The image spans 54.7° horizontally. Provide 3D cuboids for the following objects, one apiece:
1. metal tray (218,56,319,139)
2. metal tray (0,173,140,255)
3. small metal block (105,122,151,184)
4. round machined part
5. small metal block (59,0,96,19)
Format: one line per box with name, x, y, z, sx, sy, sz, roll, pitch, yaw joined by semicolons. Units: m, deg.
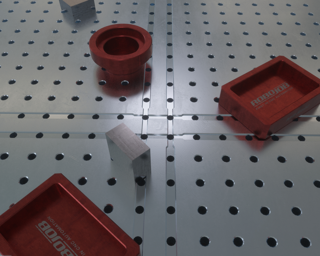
metal tray;0.162;-0.049;0.446;0.131;0.030;0.090;-29;56;-22
metal tray;-0.094;0.115;0.306;0.130;0.030;0.090;34;58;25
small metal block;-0.037;0.030;0.366;0.025;0.050;0.050;-34;58;-25
round machined part;-0.061;-0.123;0.499;0.099;0.042;0.098;0;50;0
small metal block;-0.165;-0.247;0.614;0.050;0.025;0.050;-33;58;-25
